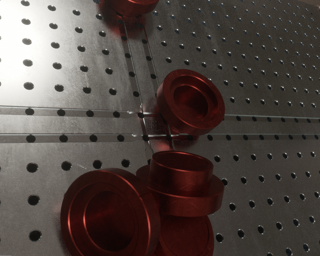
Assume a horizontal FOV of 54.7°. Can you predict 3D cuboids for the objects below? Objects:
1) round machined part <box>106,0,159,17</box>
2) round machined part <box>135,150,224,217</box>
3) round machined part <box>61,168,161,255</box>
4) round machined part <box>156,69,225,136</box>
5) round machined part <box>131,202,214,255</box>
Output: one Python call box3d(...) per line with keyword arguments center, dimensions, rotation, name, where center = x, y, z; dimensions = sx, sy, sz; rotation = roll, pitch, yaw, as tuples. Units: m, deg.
box3d(center=(-0.051, -0.222, 0.507), dimensions=(0.099, 0.042, 0.098), rotation=(14, 56, -21), name="round machined part")
box3d(center=(0.022, 0.055, 0.340), dimensions=(0.099, 0.098, 0.042), rotation=(1, 104, -28), name="round machined part")
box3d(center=(-0.043, 0.087, 0.296), dimensions=(0.098, 0.098, 0.042), rotation=(60, 22, 14), name="round machined part")
box3d(center=(0.039, -0.032, 0.440), dimensions=(0.099, 0.042, 0.098), rotation=(14, 56, -21), name="round machined part")
box3d(center=(0.018, 0.116, 0.338), dimensions=(0.099, 0.042, 0.098), rotation=(14, 56, -21), name="round machined part")
